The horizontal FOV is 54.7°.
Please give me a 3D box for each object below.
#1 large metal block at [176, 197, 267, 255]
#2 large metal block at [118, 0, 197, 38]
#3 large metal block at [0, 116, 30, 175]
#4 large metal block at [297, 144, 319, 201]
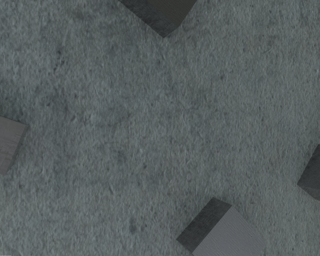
[{"bbox_3d":[0.084,0.157,0.429,0.080,0.050,0.080,-45,105,-15],"label":"large metal block"},{"bbox_3d":[0.004,-0.178,0.398,0.080,0.050,0.080,36,78,-17],"label":"large metal block"},{"bbox_3d":[-0.184,0.006,0.312,0.080,0.080,0.050,22,83,-19],"label":"large metal block"},{"bbox_3d":[0.279,0.074,0.486,0.050,0.080,0.080,37,78,-17],"label":"large metal block"}]
